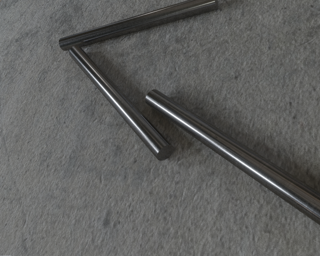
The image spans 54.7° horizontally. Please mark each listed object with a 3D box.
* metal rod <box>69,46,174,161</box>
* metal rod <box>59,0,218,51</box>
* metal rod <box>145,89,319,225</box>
[{"bbox_3d":[-0.074,-0.054,0.473,0.025,0.025,0.300,-43,51,-1],"label":"metal rod"},{"bbox_3d":[-0.050,-0.179,0.537,0.301,0.025,0.025,-7,59,24],"label":"metal rod"},{"bbox_3d":[0.084,0.028,0.341,0.025,0.025,0.300,-49,52,-6],"label":"metal rod"}]
